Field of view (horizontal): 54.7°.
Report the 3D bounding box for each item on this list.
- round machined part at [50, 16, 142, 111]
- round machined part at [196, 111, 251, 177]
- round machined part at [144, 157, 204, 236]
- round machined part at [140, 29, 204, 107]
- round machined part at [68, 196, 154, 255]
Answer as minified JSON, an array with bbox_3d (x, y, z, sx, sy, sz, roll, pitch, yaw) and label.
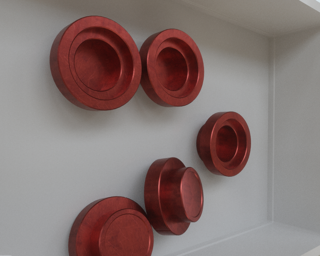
[{"bbox_3d":[-0.072,-0.067,0.337,0.099,0.042,0.097,0,90,-40],"label":"round machined part"},{"bbox_3d":[0.094,0.024,0.477,0.099,0.042,0.097,0,90,-40],"label":"round machined part"},{"bbox_3d":[0.024,0.086,0.395,0.098,0.042,0.098,30,54,-55],"label":"round machined part"},{"bbox_3d":[0.009,-0.076,0.405,0.099,0.042,0.097,0,90,-40],"label":"round machined part"},{"bbox_3d":[-0.046,0.125,0.343,0.099,0.042,0.098,15,66,-35],"label":"round machined part"}]
